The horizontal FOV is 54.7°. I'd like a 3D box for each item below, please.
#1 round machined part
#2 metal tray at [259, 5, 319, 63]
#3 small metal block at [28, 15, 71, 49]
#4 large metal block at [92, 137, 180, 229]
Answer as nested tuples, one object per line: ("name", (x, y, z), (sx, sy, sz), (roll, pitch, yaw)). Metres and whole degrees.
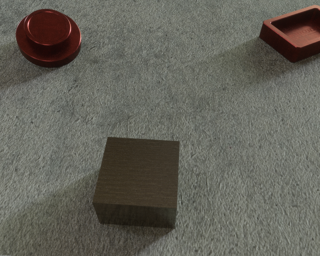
("round machined part", (-0.177, -0.149, 0.493), (0.099, 0.042, 0.098), (5, 68, -12))
("metal tray", (0.255, -0.169, 0.545), (0.131, 0.030, 0.090), (-22, 54, -18))
("small metal block", (-0.194, -0.169, 0.543), (0.050, 0.025, 0.050), (-28, 56, -22))
("large metal block", (-0.021, 0.059, 0.338), (0.080, 0.050, 0.080), (3, 50, 2))
